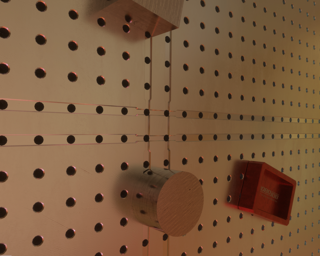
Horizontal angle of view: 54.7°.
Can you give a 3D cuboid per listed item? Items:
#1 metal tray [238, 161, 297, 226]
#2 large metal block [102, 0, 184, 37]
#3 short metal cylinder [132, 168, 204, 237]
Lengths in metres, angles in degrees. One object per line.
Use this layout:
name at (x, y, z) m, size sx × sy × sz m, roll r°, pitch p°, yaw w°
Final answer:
metal tray at (0.203, 0.123, 0.576) m, size 0.131 × 0.030 × 0.090 m, roll 28°, pitch 73°, yaw -37°
large metal block at (-0.016, -0.170, 0.379) m, size 0.081 × 0.050 × 0.080 m, roll 17°, pitch 80°, yaw -39°
short metal cylinder at (0.011, 0.094, 0.402) m, size 0.081 × 0.050 × 0.079 m, roll 0°, pitch 90°, yaw -40°
